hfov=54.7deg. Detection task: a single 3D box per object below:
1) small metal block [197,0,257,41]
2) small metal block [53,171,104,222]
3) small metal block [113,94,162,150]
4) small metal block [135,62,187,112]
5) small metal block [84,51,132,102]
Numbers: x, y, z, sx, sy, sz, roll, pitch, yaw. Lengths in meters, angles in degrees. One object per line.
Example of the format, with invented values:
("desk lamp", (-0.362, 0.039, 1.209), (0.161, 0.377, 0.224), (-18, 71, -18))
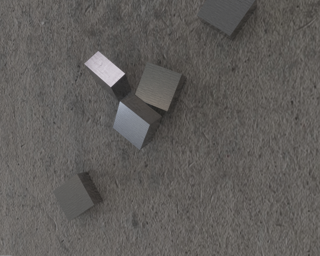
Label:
("small metal block", (0.082, -0.144, 0.380), (0.050, 0.025, 0.050), (38, 102, 16))
("small metal block", (-0.119, 0.099, 0.451), (0.050, 0.025, 0.050), (-35, 79, 16))
("small metal block", (-0.031, -0.008, 0.407), (0.050, 0.025, 0.050), (38, 136, 16))
("small metal block", (0.001, -0.054, 0.409), (0.050, 0.025, 0.050), (24, 98, 18))
("small metal block", (-0.069, -0.068, 0.417), (0.050, 0.050, 0.025), (41, 80, 15))
